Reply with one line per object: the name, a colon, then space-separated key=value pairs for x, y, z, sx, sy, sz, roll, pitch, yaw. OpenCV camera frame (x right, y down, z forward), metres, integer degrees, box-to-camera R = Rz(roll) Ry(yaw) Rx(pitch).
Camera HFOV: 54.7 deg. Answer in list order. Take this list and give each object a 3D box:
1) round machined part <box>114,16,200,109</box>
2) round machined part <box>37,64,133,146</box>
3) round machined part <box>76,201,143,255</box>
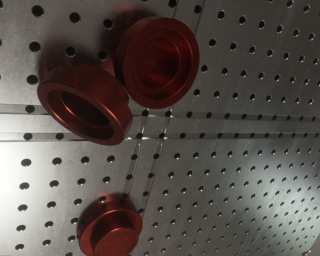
round machined part: x=-0.007 y=-0.073 z=0.345 sx=0.099 sy=0.042 sz=0.097 roll=-16 pitch=120 yaw=-30
round machined part: x=-0.072 y=-0.027 z=0.322 sx=0.098 sy=0.098 sz=0.042 roll=56 pitch=50 yaw=-40
round machined part: x=-0.071 y=0.160 z=0.462 sx=0.099 sy=0.042 sz=0.097 roll=-14 pitch=125 yaw=-21
